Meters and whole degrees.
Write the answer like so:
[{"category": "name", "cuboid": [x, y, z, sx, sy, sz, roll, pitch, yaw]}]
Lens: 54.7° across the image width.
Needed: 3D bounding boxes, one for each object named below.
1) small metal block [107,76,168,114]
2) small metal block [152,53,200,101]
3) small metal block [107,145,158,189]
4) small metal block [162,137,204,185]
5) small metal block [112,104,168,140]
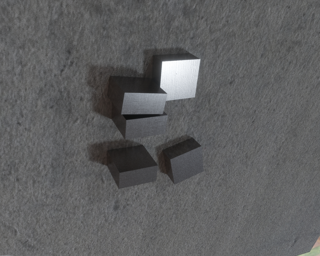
[{"category": "small metal block", "cuboid": [-0.027, -0.038, 0.354, 0.050, 0.050, 0.025, -2, 119, -28]}, {"category": "small metal block", "cuboid": [0.018, -0.063, 0.380, 0.050, 0.025, 0.050, -9, 123, -24]}, {"category": "small metal block", "cuboid": [-0.037, 0.049, 0.402, 0.050, 0.050, 0.025, -8, 122, -25]}, {"category": "small metal block", "cuboid": [0.035, 0.049, 0.458, 0.050, 0.025, 0.050, -22, 127, -16]}, {"category": "small metal block", "cuboid": [-0.026, -0.013, 0.370, 0.050, 0.050, 0.025, -8, 122, -25]}]
